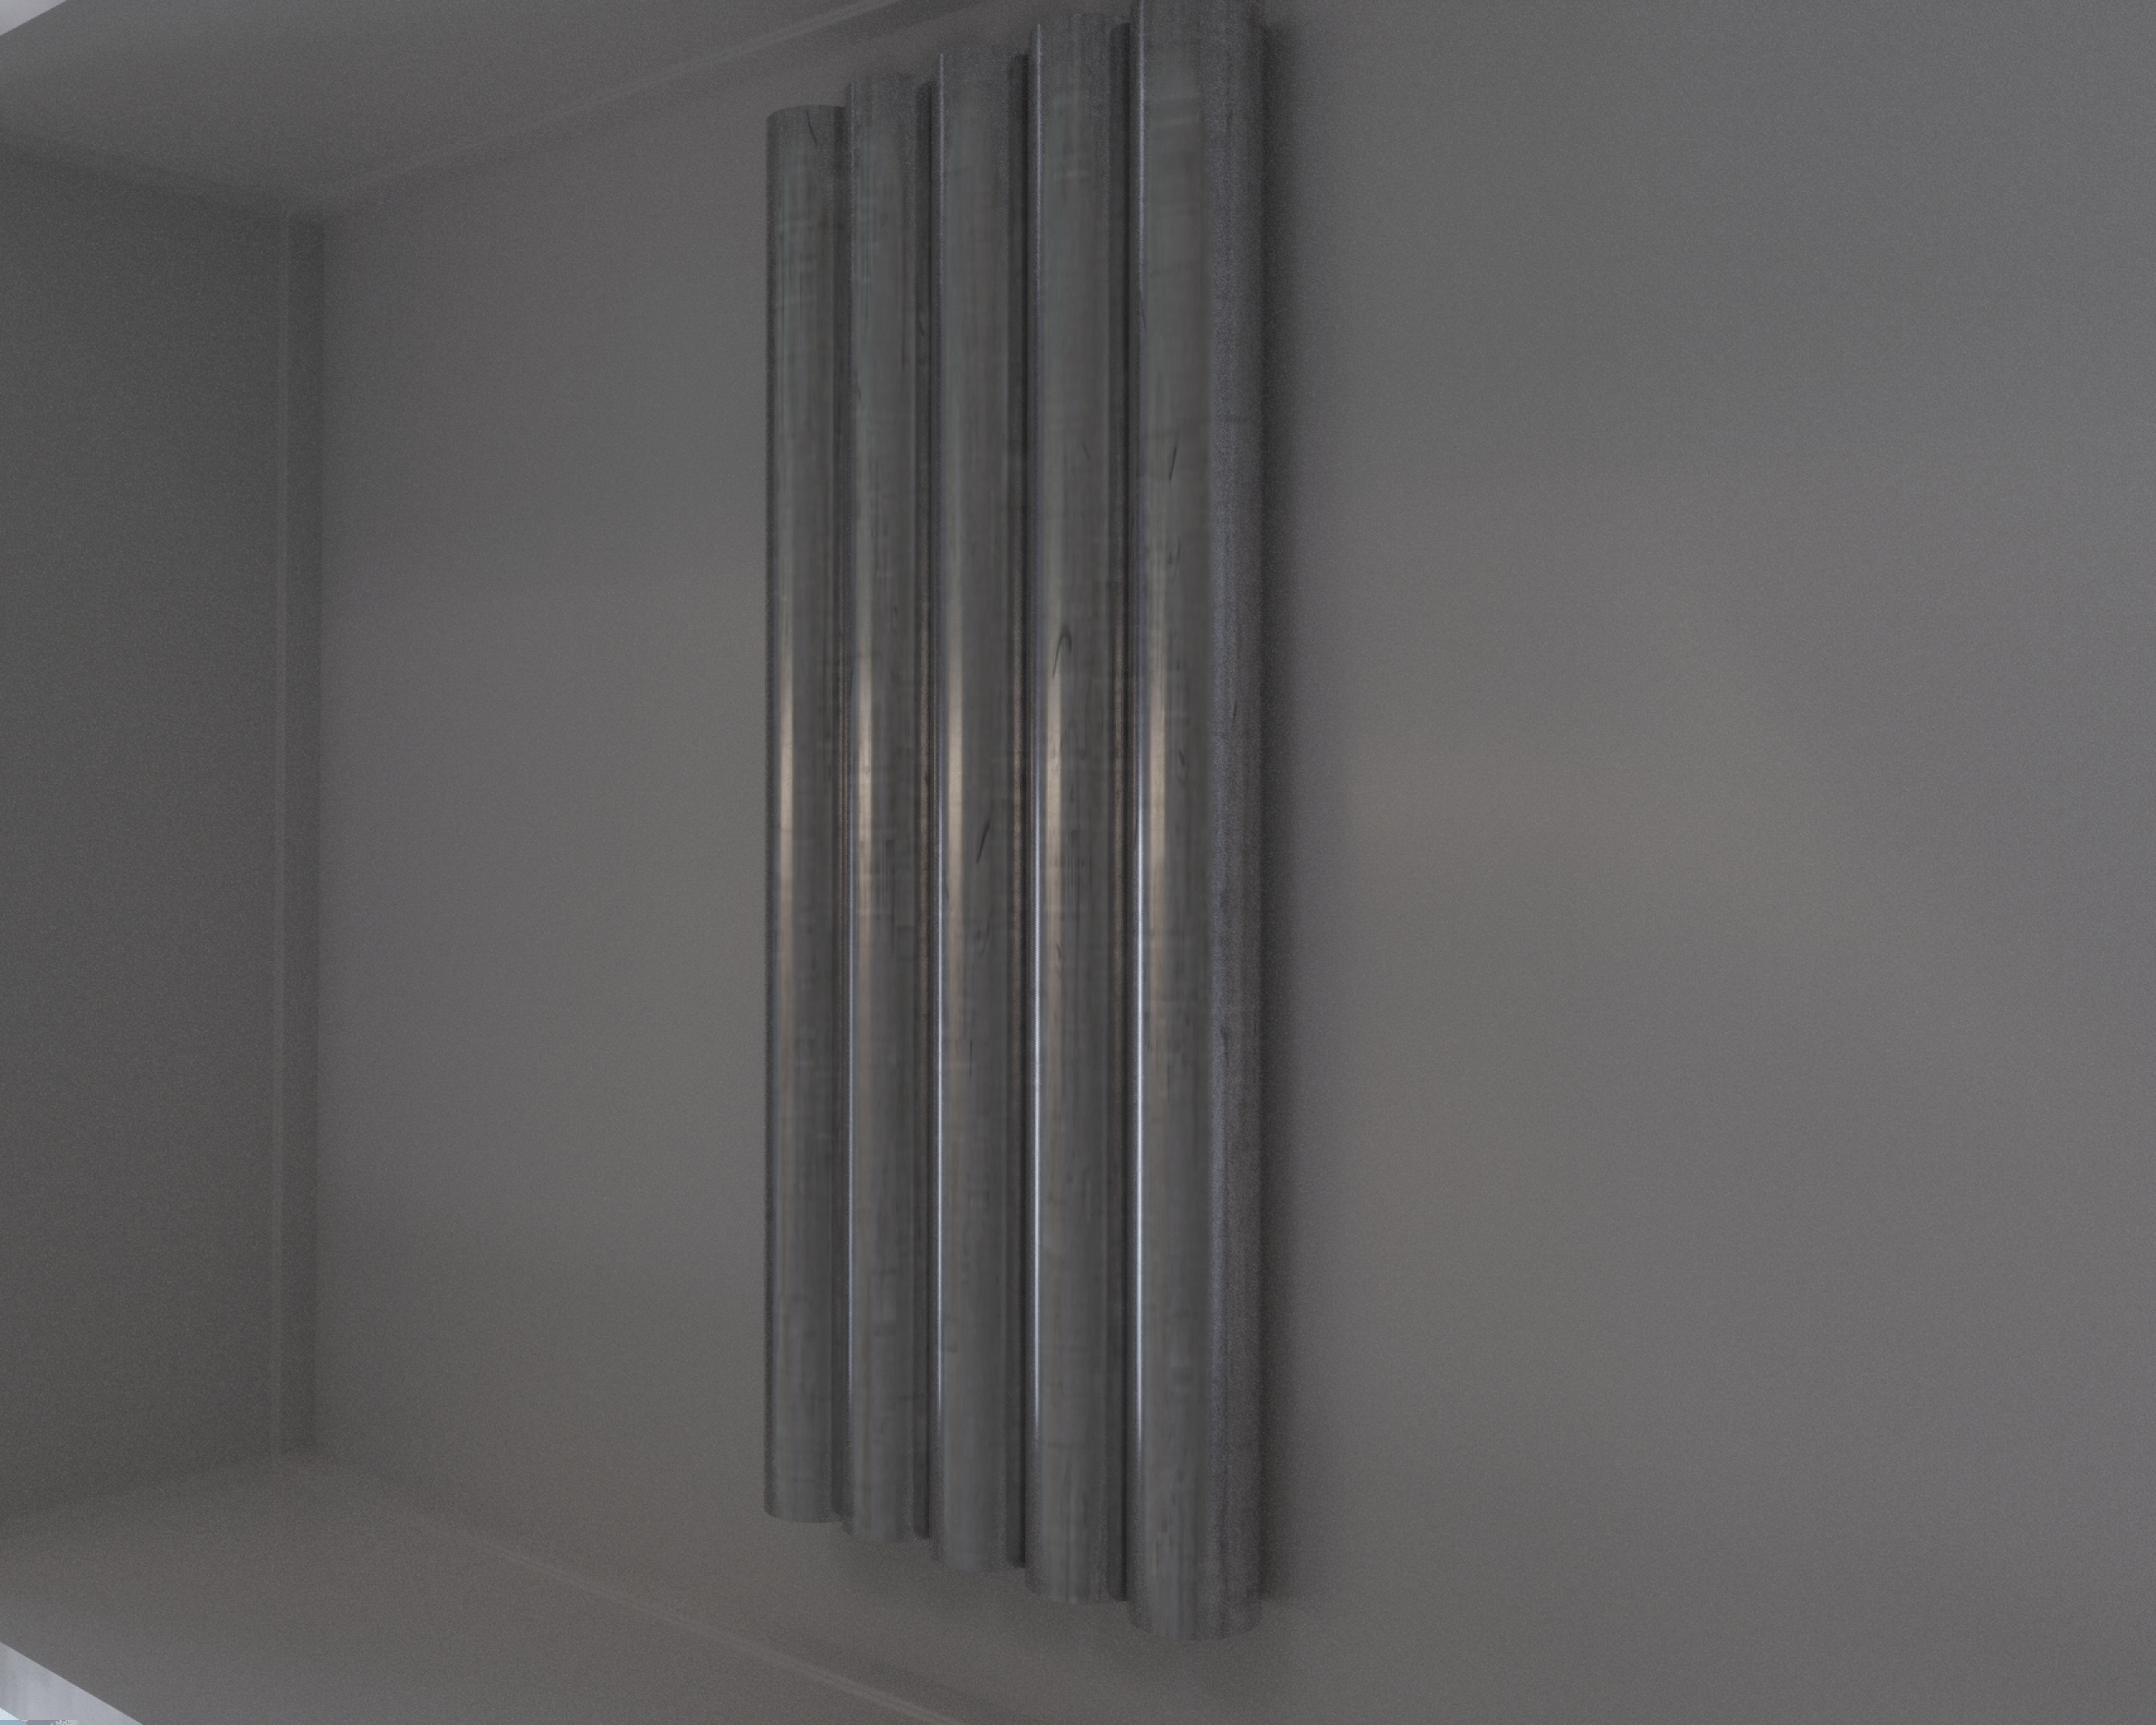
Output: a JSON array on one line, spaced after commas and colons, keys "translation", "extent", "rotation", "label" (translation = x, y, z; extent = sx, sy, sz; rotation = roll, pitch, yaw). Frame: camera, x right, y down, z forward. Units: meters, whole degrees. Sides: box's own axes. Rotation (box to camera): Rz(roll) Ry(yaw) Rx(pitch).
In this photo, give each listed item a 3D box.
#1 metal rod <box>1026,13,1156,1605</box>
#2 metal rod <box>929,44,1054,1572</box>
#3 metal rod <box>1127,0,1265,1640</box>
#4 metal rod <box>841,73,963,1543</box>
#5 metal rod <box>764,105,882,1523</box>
[{"translation": [0.003, -0.010, 0.403], "extent": [0.025, 0.025, 0.298], "rotation": [0, 90, 40], "label": "metal rod"}, {"translation": [-0.017, -0.011, 0.419], "extent": [0.025, 0.025, 0.298], "rotation": [0, 90, 40], "label": "metal rod"}, {"translation": [0.022, -0.009, 0.387], "extent": [0.025, 0.025, 0.298], "rotation": [0, 90, 40], "label": "metal rod"}, {"translation": [-0.037, -0.011, 0.436], "extent": [0.025, 0.025, 0.298], "rotation": [0, 90, 40], "label": "metal rod"}, {"translation": [-0.055, -0.010, 0.451], "extent": [0.025, 0.025, 0.298], "rotation": [0, 90, 40], "label": "metal rod"}]
